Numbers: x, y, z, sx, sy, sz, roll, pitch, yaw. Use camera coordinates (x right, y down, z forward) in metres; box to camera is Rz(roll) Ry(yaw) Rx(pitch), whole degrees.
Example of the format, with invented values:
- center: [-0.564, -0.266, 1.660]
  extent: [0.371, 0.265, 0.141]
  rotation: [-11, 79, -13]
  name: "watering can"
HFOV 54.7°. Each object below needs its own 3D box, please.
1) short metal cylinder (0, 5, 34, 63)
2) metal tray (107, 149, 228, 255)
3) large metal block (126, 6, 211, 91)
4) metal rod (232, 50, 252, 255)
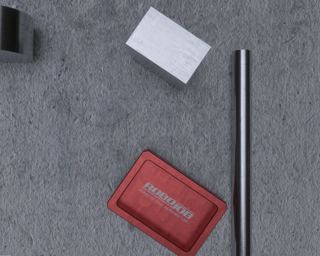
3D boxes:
- center: [-0.199, -0.113, 0.380]
  extent: [0.081, 0.080, 0.050]
  rotation: [2, 90, -1]
  name: "short metal cylinder"
- center: [0.009, 0.099, 0.407]
  extent: [0.130, 0.030, 0.090]
  rotation: [35, 90, -1]
  name: "metal tray"
- center: [0.009, -0.092, 0.383]
  extent: [0.080, 0.080, 0.050]
  rotation: [34, 90, -1]
  name: "large metal block"
- center: [0.109, 0.048, 0.411]
  extent: [0.025, 0.025, 0.298]
  rotation: [0, 90, -1]
  name: "metal rod"
